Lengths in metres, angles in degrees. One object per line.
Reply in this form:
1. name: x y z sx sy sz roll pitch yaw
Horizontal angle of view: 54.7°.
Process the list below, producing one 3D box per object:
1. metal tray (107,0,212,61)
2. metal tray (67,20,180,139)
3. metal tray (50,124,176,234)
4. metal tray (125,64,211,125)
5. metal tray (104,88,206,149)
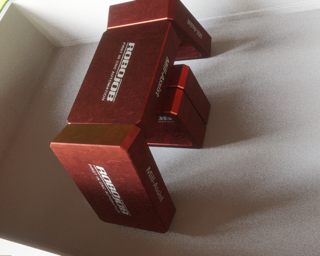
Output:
1. metal tray: 0.004 -0.124 0.410 0.090 0.131 0.030 1 83 28
2. metal tray: -0.037 -0.054 0.337 0.090 0.030 0.130 1 62 28
3. metal tray: -0.044 0.055 0.324 0.090 0.129 0.030 1 41 28
4. metal tray: -0.012 -0.037 0.391 0.130 0.090 0.030 1 62 28
5. metal tray: -0.020 -0.009 0.379 0.130 0.090 0.030 1 62 28
